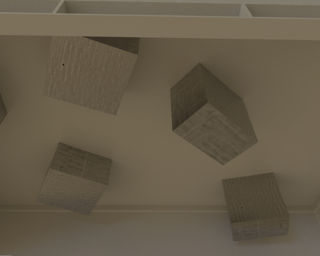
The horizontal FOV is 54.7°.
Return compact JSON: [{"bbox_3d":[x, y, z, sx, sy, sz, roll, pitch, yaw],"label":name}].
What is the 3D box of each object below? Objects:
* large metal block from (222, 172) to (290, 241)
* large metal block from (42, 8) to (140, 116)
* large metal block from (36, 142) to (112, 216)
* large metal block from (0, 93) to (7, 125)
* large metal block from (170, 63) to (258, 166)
[{"bbox_3d":[0.145,0.121,0.478,0.080,0.080,0.050,-10,130,7],"label":"large metal block"},{"bbox_3d":[-0.073,-0.069,0.333,0.081,0.050,0.079,16,128,-14],"label":"large metal block"},{"bbox_3d":[-0.126,0.077,0.456,0.080,0.050,0.080,21,127,-18],"label":"large metal block"},{"bbox_3d":[-0.239,-0.035,0.360,0.081,0.050,0.079,2,130,-2],"label":"large metal block"},{"bbox_3d":[0.060,-0.016,0.360,0.080,0.080,0.050,34,122,-26],"label":"large metal block"}]
